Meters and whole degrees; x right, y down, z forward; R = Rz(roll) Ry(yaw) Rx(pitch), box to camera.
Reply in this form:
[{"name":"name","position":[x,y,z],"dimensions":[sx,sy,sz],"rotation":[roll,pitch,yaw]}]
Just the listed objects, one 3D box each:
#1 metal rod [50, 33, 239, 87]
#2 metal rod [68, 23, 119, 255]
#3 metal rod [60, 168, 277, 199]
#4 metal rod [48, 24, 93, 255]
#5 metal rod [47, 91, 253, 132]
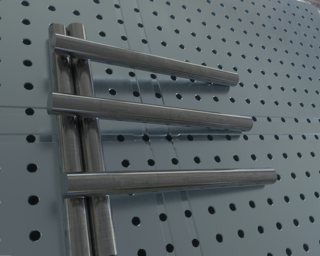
[{"name":"metal rod","position":[0.000,-0.091,0.447],"dimensions":[0.302,0.025,0.025],"rotation":[4,60,-33]},{"name":"metal rod","position":[-0.084,-0.005,0.366],"dimensions":[0.025,0.025,0.299],"rotation":[1,61,-28]},{"name":"metal rod","position":[0.036,0.062,0.373],"dimensions":[0.302,0.025,0.025],"rotation":[4,60,-34]},{"name":"metal rod","position":[-0.105,0.001,0.351],"dimensions":[0.025,0.025,0.299],"rotation":[1,61,-28]},{"name":"metal rod","position":[0.011,-0.016,0.406],"dimensions":[0.302,0.025,0.025],"rotation":[5,60,-33]}]
